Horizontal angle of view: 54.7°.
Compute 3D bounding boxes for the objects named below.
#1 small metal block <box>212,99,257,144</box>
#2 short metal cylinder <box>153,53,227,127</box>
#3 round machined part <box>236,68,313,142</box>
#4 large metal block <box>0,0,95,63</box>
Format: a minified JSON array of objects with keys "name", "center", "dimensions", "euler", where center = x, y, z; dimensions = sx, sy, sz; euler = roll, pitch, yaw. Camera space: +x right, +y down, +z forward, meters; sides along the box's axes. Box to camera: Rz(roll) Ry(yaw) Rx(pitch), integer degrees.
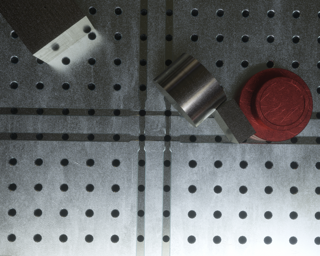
[{"name":"small metal block","center":[0.093,-0.008,0.402],"dimensions":[0.025,0.050,0.050],"euler":[-34,90,0]},{"name":"short metal cylinder","center":[0.037,-0.047,0.386],"dimensions":[0.050,0.080,0.080],"euler":[-42,91,0]},{"name":"round machined part","center":[0.153,-0.031,0.407],"dimensions":[0.099,0.042,0.097],"euler":[0,90,-1]},{"name":"large metal block","center":[-0.146,-0.144,0.399],"dimensions":[0.080,0.050,0.080],"euler":[-37,90,0]}]
